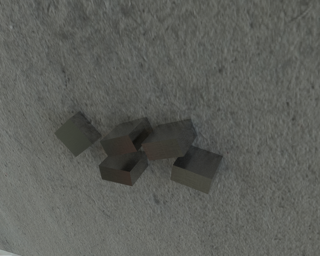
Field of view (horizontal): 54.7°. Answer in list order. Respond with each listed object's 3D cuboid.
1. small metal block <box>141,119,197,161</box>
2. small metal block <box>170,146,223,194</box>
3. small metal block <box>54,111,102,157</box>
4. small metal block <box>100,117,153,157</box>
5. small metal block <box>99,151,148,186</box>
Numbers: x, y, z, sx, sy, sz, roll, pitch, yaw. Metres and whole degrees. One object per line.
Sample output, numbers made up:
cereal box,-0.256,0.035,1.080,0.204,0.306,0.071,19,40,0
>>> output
small metal block,0.013,0.015,0.392,0.050,0.050,0.025,-11,113,32
small metal block,0.047,0.051,0.396,0.050,0.050,0.025,19,126,17
small metal block,-0.127,0.010,0.478,0.050,0.025,0.050,-34,100,38
small metal block,-0.044,0.012,0.420,0.050,0.050,0.025,-13,112,33
small metal block,-0.052,0.055,0.450,0.050,0.050,0.025,8,122,23
